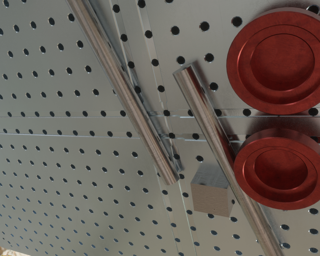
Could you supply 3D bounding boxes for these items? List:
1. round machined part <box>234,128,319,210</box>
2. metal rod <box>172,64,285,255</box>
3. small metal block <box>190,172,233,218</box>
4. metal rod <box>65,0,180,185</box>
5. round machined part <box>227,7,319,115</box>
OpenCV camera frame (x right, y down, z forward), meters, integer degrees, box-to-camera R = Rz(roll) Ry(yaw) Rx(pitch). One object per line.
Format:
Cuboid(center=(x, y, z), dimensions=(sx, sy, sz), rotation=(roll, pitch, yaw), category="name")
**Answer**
Cuboid(center=(0.138, 0.042, 0.353), dimensions=(0.098, 0.042, 0.097), rotation=(13, 124, 21), category="round machined part")
Cuboid(center=(0.095, 0.058, 0.396), dimensions=(0.025, 0.025, 0.299), rotation=(-18, 109, 35), category="metal rod")
Cuboid(center=(0.073, 0.092, 0.430), dimensions=(0.050, 0.025, 0.050), rotation=(5, 121, 26), category="small metal block")
Cuboid(center=(-0.048, -0.052, 0.404), dimensions=(0.025, 0.025, 0.299), rotation=(-15, 111, 34), category="metal rod")
Cuboid(center=(0.118, -0.065, 0.298), dimensions=(0.098, 0.042, 0.097), rotation=(13, 124, 21), category="round machined part")
